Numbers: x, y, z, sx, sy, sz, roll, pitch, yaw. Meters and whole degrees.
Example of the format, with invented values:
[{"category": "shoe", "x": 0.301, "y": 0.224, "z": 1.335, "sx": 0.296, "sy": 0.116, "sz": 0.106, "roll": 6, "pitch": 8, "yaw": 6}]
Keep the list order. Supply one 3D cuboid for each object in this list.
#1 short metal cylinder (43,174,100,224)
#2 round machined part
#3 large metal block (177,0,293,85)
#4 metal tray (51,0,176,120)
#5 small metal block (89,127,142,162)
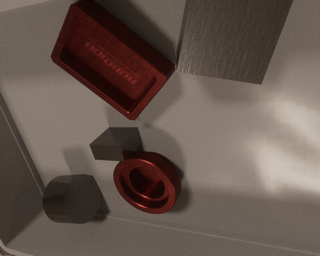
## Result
[{"category": "short metal cylinder", "x": -0.147, "y": 0.119, "z": 0.522, "sx": 0.050, "sy": 0.080, "sz": 0.080, "roll": -8, "pitch": 114, "yaw": 31}, {"category": "round machined part", "x": -0.015, "y": 0.073, "z": 0.449, "sx": 0.098, "sy": 0.042, "sz": 0.097, "roll": 13, "pitch": 124, "yaw": 20}, {"category": "large metal block", "x": 0.062, "y": -0.092, "z": 0.285, "sx": 0.081, "sy": 0.050, "sz": 0.079, "roll": 8, "pitch": 125, "yaw": -3}, {"category": "metal tray", "x": -0.059, "y": -0.078, "z": 0.372, "sx": 0.130, "sy": 0.030, "sz": 0.090, "roll": 38, "pitch": 133, "yaw": -6}, {"category": "small metal block", "x": -0.061, "y": 0.022, "z": 0.437, "sx": 0.050, "sy": 0.050, "sz": 0.025, "roll": 0, "pitch": 118, "yaw": 28}]
